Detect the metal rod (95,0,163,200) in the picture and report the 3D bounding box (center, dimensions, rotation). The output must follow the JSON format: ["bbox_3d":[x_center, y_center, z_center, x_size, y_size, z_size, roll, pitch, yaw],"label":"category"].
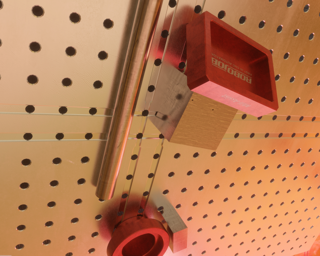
[{"bbox_3d":[-0.038,-0.040,0.367,0.025,0.025,0.298,2,118,-30],"label":"metal rod"}]

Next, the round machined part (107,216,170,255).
[{"bbox_3d":[-0.037,0.180,0.493,0.099,0.042,0.097,-14,125,-21],"label":"round machined part"}]

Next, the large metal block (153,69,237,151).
[{"bbox_3d":[0.049,-0.022,0.411,0.081,0.050,0.079,12,112,-34],"label":"large metal block"}]

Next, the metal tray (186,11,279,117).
[{"bbox_3d":[0.090,-0.073,0.378,0.131,0.090,0.030,16,155,-35],"label":"metal tray"}]

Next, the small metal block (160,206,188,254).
[{"bbox_3d":[0.022,0.169,0.514,0.025,0.050,0.050,-15,125,-21],"label":"small metal block"}]
